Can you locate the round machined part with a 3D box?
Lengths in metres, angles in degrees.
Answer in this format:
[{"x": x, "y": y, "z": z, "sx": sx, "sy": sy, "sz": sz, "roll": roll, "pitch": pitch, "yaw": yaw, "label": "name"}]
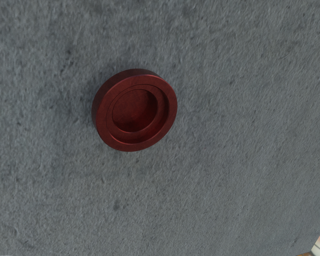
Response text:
[{"x": -0.033, "y": -0.024, "z": 0.365, "sx": 0.099, "sy": 0.042, "sz": 0.097, "roll": -14, "pitch": 125, "yaw": -21, "label": "round machined part"}]
